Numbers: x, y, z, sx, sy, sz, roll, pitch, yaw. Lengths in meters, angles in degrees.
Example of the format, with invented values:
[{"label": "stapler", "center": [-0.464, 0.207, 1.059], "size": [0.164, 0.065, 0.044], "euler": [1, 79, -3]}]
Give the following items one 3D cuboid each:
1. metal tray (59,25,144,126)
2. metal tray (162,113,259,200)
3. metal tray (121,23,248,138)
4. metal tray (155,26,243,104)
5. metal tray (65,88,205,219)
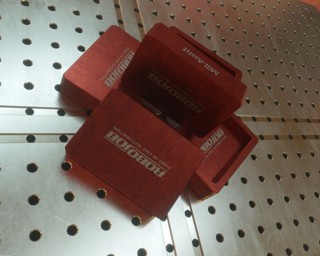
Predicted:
[{"label": "metal tray", "center": [-0.060, -0.074, 0.418], "size": [0.090, 0.030, 0.130], "euler": [34, 51, -7]}, {"label": "metal tray", "center": [0.071, 0.024, 0.429], "size": [0.090, 0.030, 0.131], "euler": [47, 51, 5]}, {"label": "metal tray", "center": [0.026, -0.052, 0.374], "size": [0.130, 0.090, 0.030], "euler": [35, 51, -5]}, {"label": "metal tray", "center": [0.050, -0.079, 0.443], "size": [0.130, 0.030, 0.090], "euler": [32, 51, -8]}, {"label": "metal tray", "center": [-0.027, 0.028, 0.350], "size": [0.130, 0.030, 0.090], "euler": [37, 76, -4]}]
